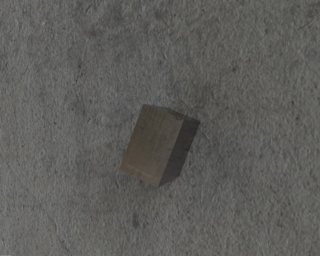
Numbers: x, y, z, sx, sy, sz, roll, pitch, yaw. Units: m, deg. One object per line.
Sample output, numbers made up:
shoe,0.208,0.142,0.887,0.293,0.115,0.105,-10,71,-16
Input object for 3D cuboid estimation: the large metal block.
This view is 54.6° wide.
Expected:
large metal block,0.003,0.019,0.379,0.050,0.080,0.080,23,98,18
